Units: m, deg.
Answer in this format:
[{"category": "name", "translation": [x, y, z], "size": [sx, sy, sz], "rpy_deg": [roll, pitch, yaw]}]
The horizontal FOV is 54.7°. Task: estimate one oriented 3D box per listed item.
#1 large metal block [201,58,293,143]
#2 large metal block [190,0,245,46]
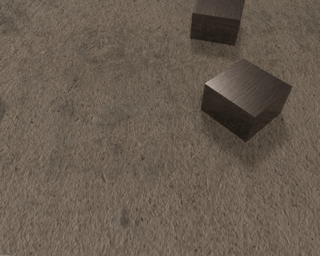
[{"category": "large metal block", "translation": [0.115, -0.040, 0.422], "size": [0.080, 0.050, 0.080], "rpy_deg": [-35, 59, -26]}, {"category": "large metal block", "translation": [0.104, -0.198, 0.554], "size": [0.080, 0.050, 0.080], "rpy_deg": [12, 51, 10]}]
